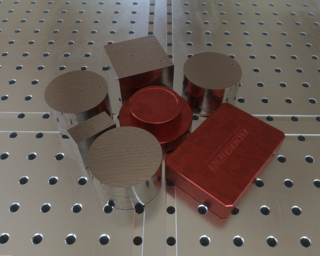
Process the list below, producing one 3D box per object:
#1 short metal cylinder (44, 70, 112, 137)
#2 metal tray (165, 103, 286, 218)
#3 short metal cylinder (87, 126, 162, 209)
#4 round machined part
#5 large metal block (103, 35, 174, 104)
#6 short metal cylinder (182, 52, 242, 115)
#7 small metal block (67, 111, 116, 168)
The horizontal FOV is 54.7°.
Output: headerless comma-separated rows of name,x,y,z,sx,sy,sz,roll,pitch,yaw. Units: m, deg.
short metal cylinder,-0.107,-0.032,0.417,0.080,0.050,0.080,0,50,0
metal tray,0.079,0.032,0.376,0.090,0.030,0.131,33,57,25
short metal cylinder,-0.038,0.044,0.353,0.080,0.050,0.080,0,50,0
round machined part,-0.006,-0.019,0.411,0.099,0.042,0.098,0,50,0
large metal block,-0.032,-0.090,0.466,0.081,0.050,0.080,-17,52,-14
short metal cylinder,0.072,-0.064,0.445,0.080,0.050,0.080,0,50,0
small metal block,-0.079,0.015,0.377,0.050,0.050,0.025,-30,56,-23
